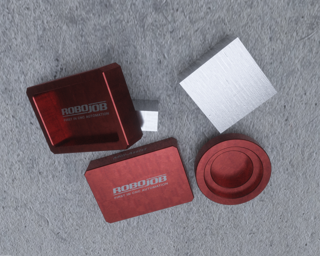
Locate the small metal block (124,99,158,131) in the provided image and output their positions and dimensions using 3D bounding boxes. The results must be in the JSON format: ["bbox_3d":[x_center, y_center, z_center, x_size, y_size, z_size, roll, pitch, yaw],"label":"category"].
[{"bbox_3d":[-0.028,-0.017,0.390,0.050,0.050,0.025,3,110,-1],"label":"small metal block"}]

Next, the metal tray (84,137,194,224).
[{"bbox_3d":[-0.027,0.074,0.434,0.131,0.030,0.090,-17,109,6],"label":"metal tray"}]

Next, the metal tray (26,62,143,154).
[{"bbox_3d":[-0.091,-0.018,0.363,0.130,0.030,0.089,-6,109,34],"label":"metal tray"}]

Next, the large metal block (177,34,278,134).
[{"bbox_3d":[0.079,-0.054,0.377,0.080,0.050,0.080,-38,106,12],"label":"large metal block"}]

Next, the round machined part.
[{"bbox_3d":[0.095,0.052,0.421,0.099,0.042,0.097,0,110,0],"label":"round machined part"}]
